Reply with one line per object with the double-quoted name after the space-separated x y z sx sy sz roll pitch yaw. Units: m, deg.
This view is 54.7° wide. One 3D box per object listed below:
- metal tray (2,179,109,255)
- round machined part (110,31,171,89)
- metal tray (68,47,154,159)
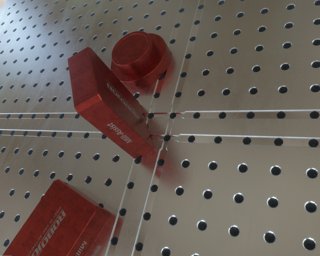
-0.134 0.141 0.389 0.090 0.030 0.130 22 73 36 "metal tray"
-0.036 -0.112 0.485 0.098 0.042 0.098 -13 56 21 "round machined part"
-0.058 -0.027 0.388 0.030 0.130 0.090 -28 52 11 "metal tray"
